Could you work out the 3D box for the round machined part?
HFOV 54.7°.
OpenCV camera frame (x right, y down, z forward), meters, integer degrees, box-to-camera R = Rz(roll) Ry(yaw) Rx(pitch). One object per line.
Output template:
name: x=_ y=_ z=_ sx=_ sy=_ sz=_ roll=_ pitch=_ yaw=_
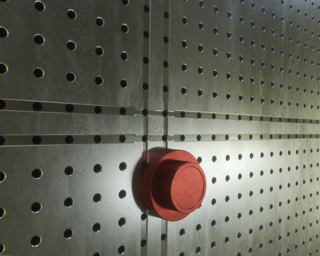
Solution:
round machined part: x=0.026 y=0.079 z=0.422 sx=0.099 sy=0.042 sz=0.097 roll=0 pitch=90 yaw=-40
